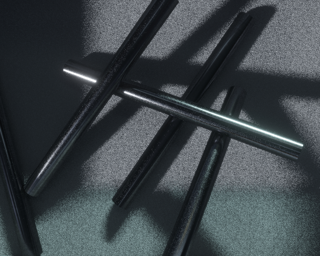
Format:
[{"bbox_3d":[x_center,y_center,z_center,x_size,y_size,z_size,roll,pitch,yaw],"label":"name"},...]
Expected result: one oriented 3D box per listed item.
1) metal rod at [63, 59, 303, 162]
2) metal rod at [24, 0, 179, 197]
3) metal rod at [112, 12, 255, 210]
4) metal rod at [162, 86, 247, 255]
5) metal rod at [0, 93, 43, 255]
[{"bbox_3d":[0.016,-0.027,0.376,0.301,0.025,0.025,21,90,13],"label":"metal rod"},{"bbox_3d":[-0.079,-0.032,0.376,0.025,0.025,0.299,38,103,-1],"label":"metal rod"},{"bbox_3d":[0.031,-0.023,0.411,0.025,0.025,0.299,34,90,-1],"label":"metal rod"},{"bbox_3d":[0.044,0.073,0.349,0.025,0.025,0.300,26,64,0],"label":"metal rod"},{"bbox_3d":[-0.206,0.024,0.408,0.025,0.025,0.298,-15,90,0],"label":"metal rod"}]
